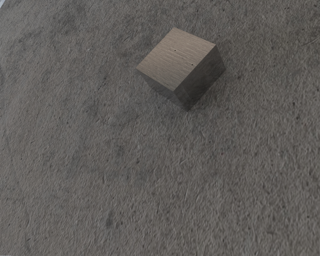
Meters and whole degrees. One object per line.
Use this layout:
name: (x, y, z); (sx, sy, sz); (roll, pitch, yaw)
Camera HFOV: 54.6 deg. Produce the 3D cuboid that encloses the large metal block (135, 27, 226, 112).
large metal block: (0.028, -0.081, 0.424); (0.080, 0.050, 0.080); (-48, 51, -6)
